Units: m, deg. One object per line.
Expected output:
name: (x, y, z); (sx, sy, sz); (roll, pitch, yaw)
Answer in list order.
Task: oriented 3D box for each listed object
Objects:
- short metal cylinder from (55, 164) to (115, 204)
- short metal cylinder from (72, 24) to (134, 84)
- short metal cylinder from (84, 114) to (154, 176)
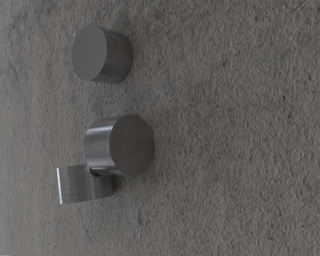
short metal cylinder: (-0.111, 0.080, 0.461); (0.080, 0.081, 0.050); (-13, 82, 39)
short metal cylinder: (-0.086, -0.107, 0.460); (0.080, 0.050, 0.080); (0, 90, 40)
short metal cylinder: (-0.053, 0.024, 0.413); (0.050, 0.081, 0.080); (-7, 86, 40)
